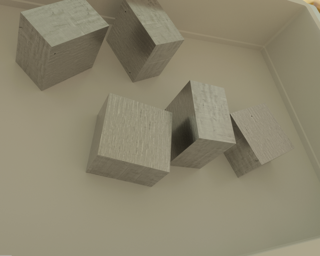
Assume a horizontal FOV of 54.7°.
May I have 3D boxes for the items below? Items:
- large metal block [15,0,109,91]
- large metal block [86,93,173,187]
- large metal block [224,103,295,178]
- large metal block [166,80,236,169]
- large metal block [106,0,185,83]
[{"bbox_3d":[-0.118,-0.100,0.369,0.050,0.080,0.080,48,51,5],"label":"large metal block"},{"bbox_3d":[-0.034,0.016,0.363,0.081,0.050,0.080,17,55,-19],"label":"large metal block"},{"bbox_3d":[0.135,0.016,0.455,0.081,0.050,0.080,-17,71,-35],"label":"large metal block"},{"bbox_3d":[0.045,-0.002,0.397,0.050,0.080,0.080,9,58,-24],"label":"large metal block"},{"bbox_3d":[-0.024,-0.124,0.435,0.050,0.080,0.080,-23,74,-36],"label":"large metal block"}]
